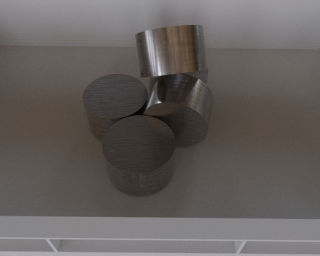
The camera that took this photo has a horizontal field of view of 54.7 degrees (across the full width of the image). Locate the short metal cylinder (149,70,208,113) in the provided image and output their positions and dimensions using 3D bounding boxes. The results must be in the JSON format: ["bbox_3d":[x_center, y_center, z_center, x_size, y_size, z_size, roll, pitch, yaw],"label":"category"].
[{"bbox_3d":[0.025,-0.062,0.439,0.081,0.050,0.080,0,50,0],"label":"short metal cylinder"}]

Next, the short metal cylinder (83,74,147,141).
[{"bbox_3d":[-0.056,-0.026,0.407,0.081,0.050,0.080,0,50,0],"label":"short metal cylinder"}]

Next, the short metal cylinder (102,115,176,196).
[{"bbox_3d":[-0.023,0.031,0.359,0.081,0.050,0.080,0,50,0],"label":"short metal cylinder"}]

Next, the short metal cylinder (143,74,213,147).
[{"bbox_3d":[0.023,-0.021,0.386,0.080,0.080,0.050,10,51,8],"label":"short metal cylinder"}]

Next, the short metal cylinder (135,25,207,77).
[{"bbox_3d":[0.014,-0.091,0.372,0.080,0.050,0.080,-7,10,1],"label":"short metal cylinder"}]
